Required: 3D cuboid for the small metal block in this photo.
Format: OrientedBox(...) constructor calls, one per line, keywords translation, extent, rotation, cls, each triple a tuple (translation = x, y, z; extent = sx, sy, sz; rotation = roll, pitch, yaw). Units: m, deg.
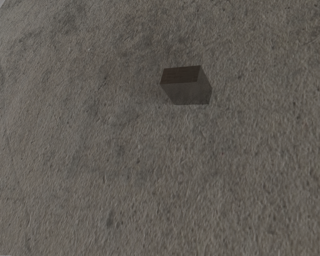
OrientedBox(translation=(0.035, -0.054, 0.403), extent=(0.050, 0.050, 0.025), rotation=(1, 62, 28), cls="small metal block")
